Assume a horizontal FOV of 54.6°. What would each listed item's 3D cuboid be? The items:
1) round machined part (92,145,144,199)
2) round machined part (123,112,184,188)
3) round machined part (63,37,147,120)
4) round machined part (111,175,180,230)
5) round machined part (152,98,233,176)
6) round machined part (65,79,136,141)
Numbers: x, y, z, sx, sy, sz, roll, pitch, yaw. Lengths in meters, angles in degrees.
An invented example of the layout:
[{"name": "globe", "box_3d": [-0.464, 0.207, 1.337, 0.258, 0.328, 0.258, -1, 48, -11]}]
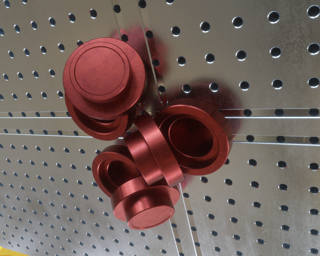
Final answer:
[{"name": "round machined part", "box_3d": [-0.050, 0.066, 0.467, 0.098, 0.042, 0.097, 13, 124, 21]}, {"name": "round machined part", "box_3d": [-0.012, 0.032, 0.388, 0.042, 0.098, 0.098, -29, 107, -6]}, {"name": "round machined part", "box_3d": [-0.065, -0.061, 0.362, 0.098, 0.042, 0.098, 0, 82, 2]}, {"name": "round machined part", "box_3d": [-0.017, 0.110, 0.441, 0.099, 0.042, 0.098, -13, 142, -11]}, {"name": "round machined part", "box_3d": [0.041, 0.007, 0.383, 0.098, 0.042, 0.097, 13, 124, 21]}, {"name": "round machined part", "box_3d": [-0.075, -0.035, 0.418, 0.098, 0.042, 0.097, 13, 124, 21]}]
